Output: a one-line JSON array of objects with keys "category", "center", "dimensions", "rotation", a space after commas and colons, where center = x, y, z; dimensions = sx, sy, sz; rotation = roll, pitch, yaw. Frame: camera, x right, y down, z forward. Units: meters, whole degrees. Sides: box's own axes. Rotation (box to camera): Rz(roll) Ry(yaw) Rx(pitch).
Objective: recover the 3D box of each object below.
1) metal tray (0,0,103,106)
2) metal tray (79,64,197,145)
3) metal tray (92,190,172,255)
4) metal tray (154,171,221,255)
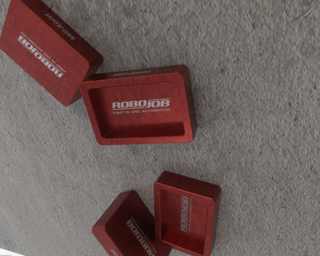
[{"category": "metal tray", "center": [-0.150, -0.103, 0.419], "dimensions": [0.130, 0.030, 0.090], "rotation": [42, 129, -1]}, {"category": "metal tray", "center": [-0.025, -0.025, 0.385], "dimensions": [0.130, 0.030, 0.089], "rotation": [-3, 118, 17]}, {"category": "metal tray", "center": [-0.040, 0.177, 0.495], "dimensions": [0.030, 0.090, 0.130], "rotation": [-22, 107, 36]}, {"category": "metal tray", "center": [0.039, 0.133, 0.465], "dimensions": [0.090, 0.030, 0.129], "rotation": [13, 124, 21]}]
